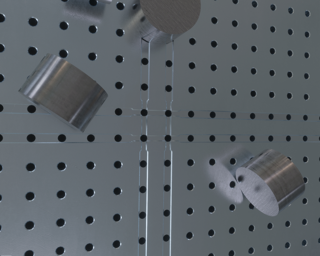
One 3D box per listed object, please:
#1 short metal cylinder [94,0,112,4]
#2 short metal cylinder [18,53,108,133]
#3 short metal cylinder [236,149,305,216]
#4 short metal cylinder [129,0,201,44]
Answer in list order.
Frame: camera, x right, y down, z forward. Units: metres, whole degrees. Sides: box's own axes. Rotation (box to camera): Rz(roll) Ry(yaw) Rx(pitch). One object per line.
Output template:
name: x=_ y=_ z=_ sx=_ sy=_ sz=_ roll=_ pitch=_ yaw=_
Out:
short metal cylinder: x=-0.074 y=-0.190 z=0.355 sx=0.050 sy=0.080 sz=0.080 roll=10 pitch=87 yaw=-20
short metal cylinder: x=-0.106 y=-0.037 z=0.344 sx=0.080 sy=0.080 sz=0.050 roll=35 pitch=79 yaw=-17
short metal cylinder: x=0.155 y=0.077 z=0.441 sx=0.050 sy=0.080 sz=0.080 roll=-31 pitch=100 yaw=-17
short metal cylinder: x=0.005 y=-0.155 z=0.401 sx=0.081 sy=0.050 sz=0.079 roll=0 pitch=90 yaw=-20
